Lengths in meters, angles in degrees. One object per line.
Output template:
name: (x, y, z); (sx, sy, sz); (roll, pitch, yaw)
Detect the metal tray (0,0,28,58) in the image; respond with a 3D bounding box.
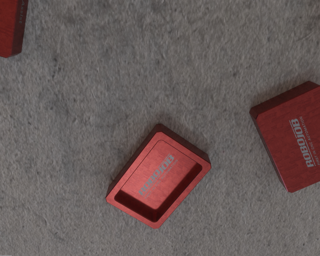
metal tray: (-0.199, -0.154, 0.347); (0.091, 0.030, 0.129); (15, 109, -6)

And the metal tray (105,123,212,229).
metal tray: (-0.003, 0.070, 0.432); (0.090, 0.030, 0.129); (34, 106, -12)

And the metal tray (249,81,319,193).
metal tray: (0.188, 0.014, 0.415); (0.090, 0.030, 0.130); (-26, 108, 9)
